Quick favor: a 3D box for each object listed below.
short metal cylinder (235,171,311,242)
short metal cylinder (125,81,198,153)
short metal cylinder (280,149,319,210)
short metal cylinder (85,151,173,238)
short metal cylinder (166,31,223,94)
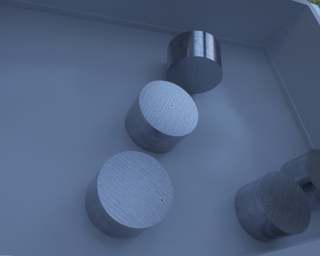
[{"bbox_3d":[0.146,0.103,0.405,0.081,0.050,0.080,14,56,-21],"label":"short metal cylinder"},{"bbox_3d":[0.002,-0.014,0.399,0.081,0.050,0.080,14,56,-21],"label":"short metal cylinder"},{"bbox_3d":[0.230,0.078,0.465,0.081,0.050,0.080,14,56,-21],"label":"short metal cylinder"},{"bbox_3d":[-0.033,0.071,0.328,0.081,0.050,0.080,14,56,-21],"label":"short metal cylinder"},{"bbox_3d":[0.050,-0.094,0.455,0.081,0.080,0.050,16,56,-20],"label":"short metal cylinder"}]
